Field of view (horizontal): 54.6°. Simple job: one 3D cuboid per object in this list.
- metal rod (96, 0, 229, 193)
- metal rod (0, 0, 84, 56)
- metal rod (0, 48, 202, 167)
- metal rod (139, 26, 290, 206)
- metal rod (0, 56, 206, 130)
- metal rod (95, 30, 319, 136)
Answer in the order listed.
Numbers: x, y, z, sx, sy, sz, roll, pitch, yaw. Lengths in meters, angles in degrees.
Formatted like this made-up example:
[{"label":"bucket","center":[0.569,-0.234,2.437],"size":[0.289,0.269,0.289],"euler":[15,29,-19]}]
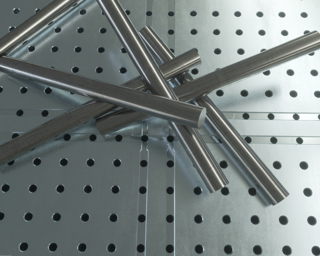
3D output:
[{"label":"metal rod","center":[-0.005,-0.058,0.384],"size":[0.025,0.025,0.299],"euler":[-29,80,-10]},{"label":"metal rod","center":[-0.180,-0.163,0.470],"size":[0.025,0.025,0.301],"euler":[43,75,14]},{"label":"metal rod","center":[-0.084,-0.027,0.406],"size":[0.301,0.025,0.025],"euler":[-27,72,-4]},{"label":"metal rod","center":[0.063,-0.028,0.422],"size":[0.025,0.025,0.300],"euler":[-33,73,-11]},{"label":"metal rod","center":[-0.088,-0.051,0.390],"size":[0.300,0.025,0.025],"euler":[17,70,21]},{"label":"metal rod","center":[0.059,-0.056,0.402],"size":[0.301,0.025,0.025],"euler":[-22,71,4]}]
